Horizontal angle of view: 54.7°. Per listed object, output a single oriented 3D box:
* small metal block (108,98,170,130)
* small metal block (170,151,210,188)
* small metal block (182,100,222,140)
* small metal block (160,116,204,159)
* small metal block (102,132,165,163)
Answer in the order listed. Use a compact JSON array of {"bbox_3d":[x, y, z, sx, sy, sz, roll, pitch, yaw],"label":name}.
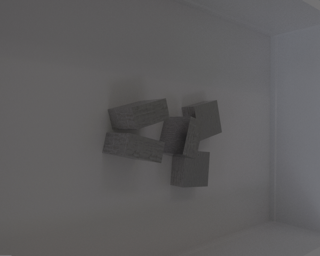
[{"bbox_3d":[-0.025,-0.017,0.369,0.050,0.050,0.025,-19,103,-38],"label":"small metal block"},{"bbox_3d":[0.044,0.058,0.443,0.050,0.025,0.050,7,86,-40],"label":"small metal block"},{"bbox_3d":[0.063,-0.012,0.459,0.050,0.025,0.050,-18,101,-39],"label":"small metal block"},{"bbox_3d":[0.027,0.012,0.412,0.025,0.050,0.050,21,77,-38],"label":"small metal block"},{"bbox_3d":[-0.031,0.023,0.364,0.050,0.050,0.025,17,80,-39],"label":"small metal block"}]
